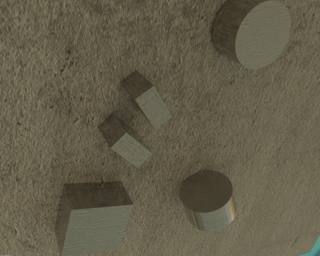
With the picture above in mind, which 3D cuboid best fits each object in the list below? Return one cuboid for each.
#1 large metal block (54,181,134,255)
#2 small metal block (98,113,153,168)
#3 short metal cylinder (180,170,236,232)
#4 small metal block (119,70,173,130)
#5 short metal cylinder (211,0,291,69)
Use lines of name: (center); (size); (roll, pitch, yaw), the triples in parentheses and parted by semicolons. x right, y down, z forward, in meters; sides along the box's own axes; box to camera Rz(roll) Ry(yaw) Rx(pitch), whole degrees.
large metal block: (-0.091, 0.121, 0.417); (0.081, 0.050, 0.079); (3, 117, -30)
small metal block: (-0.043, 0.015, 0.378); (0.025, 0.050, 0.050); (-45, 130, 3)
short metal cylinder: (0.076, 0.113, 0.485); (0.080, 0.080, 0.050); (-28, 128, -11)
small metal block: (-0.016, -0.033, 0.362); (0.025, 0.050, 0.050); (-37, 130, -4)
short metal cylinder: (0.110, -0.118, 0.380); (0.081, 0.050, 0.079); (-14, 125, -21)
